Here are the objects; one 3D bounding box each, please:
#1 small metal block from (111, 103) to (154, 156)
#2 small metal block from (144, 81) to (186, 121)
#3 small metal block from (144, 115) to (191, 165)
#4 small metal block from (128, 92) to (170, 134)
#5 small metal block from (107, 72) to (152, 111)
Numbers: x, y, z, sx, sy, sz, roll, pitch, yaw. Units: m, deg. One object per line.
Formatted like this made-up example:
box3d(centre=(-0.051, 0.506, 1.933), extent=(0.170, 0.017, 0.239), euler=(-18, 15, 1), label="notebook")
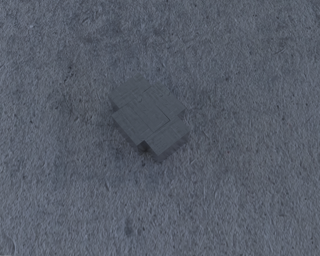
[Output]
box3d(centre=(-0.033, 0.004, 0.394), extent=(0.025, 0.050, 0.050), euler=(-38, 75, -13), label="small metal block")
box3d(centre=(0.006, -0.026, 0.405), extent=(0.025, 0.050, 0.050), euler=(-39, 75, -13), label="small metal block")
box3d(centre=(0.009, 0.017, 0.389), extent=(0.050, 0.050, 0.025), euler=(-37, 75, -13), label="small metal block")
box3d(centre=(-0.014, -0.011, 0.399), extent=(0.025, 0.050, 0.050), euler=(-38, 75, -13), label="small metal block")
box3d(centre=(-0.038, -0.039, 0.409), extent=(0.050, 0.050, 0.025), euler=(-37, 75, -13), label="small metal block")
